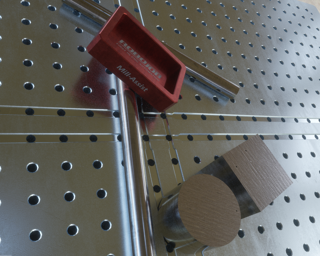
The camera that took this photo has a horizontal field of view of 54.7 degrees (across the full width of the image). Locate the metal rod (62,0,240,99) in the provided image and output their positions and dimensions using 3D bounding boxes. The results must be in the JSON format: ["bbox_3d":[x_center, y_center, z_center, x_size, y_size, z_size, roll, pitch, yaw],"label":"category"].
[{"bbox_3d":[-0.007,-0.127,0.483,0.301,0.025,0.025,28,52,-11],"label":"metal rod"}]

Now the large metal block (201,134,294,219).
[{"bbox_3d":[0.117,0.065,0.418,0.081,0.050,0.080,-24,75,-37],"label":"large metal block"}]

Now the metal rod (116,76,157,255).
[{"bbox_3d":[-0.035,0.013,0.382,0.025,0.025,0.299,5,59,-26],"label":"metal rod"}]

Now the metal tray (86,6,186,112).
[{"bbox_3d":[-0.025,-0.093,0.420,0.130,0.030,0.090,39,41,-22],"label":"metal tray"}]

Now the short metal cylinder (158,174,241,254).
[{"bbox_3d":[0.045,0.099,0.357,0.081,0.050,0.080,14,56,-21],"label":"short metal cylinder"}]
